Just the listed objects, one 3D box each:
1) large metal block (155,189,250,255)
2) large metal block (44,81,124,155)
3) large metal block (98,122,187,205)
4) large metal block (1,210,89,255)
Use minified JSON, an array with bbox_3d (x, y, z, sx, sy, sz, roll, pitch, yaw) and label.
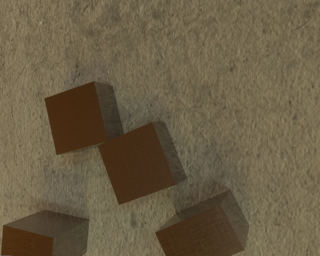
[{"bbox_3d":[0.053,0.118,0.361,0.080,0.080,0.050,-29,81,17],"label":"large metal block"},{"bbox_3d":[-0.104,-0.012,0.431,0.080,0.050,0.080,-15,85,19],"label":"large metal block"},{"bbox_3d":[-0.022,0.044,0.403,0.080,0.050,0.080,-23,83,18],"label":"large metal block"},{"bbox_3d":[-0.158,0.156,0.434,0.080,0.080,0.050,6,92,19],"label":"large metal block"}]
